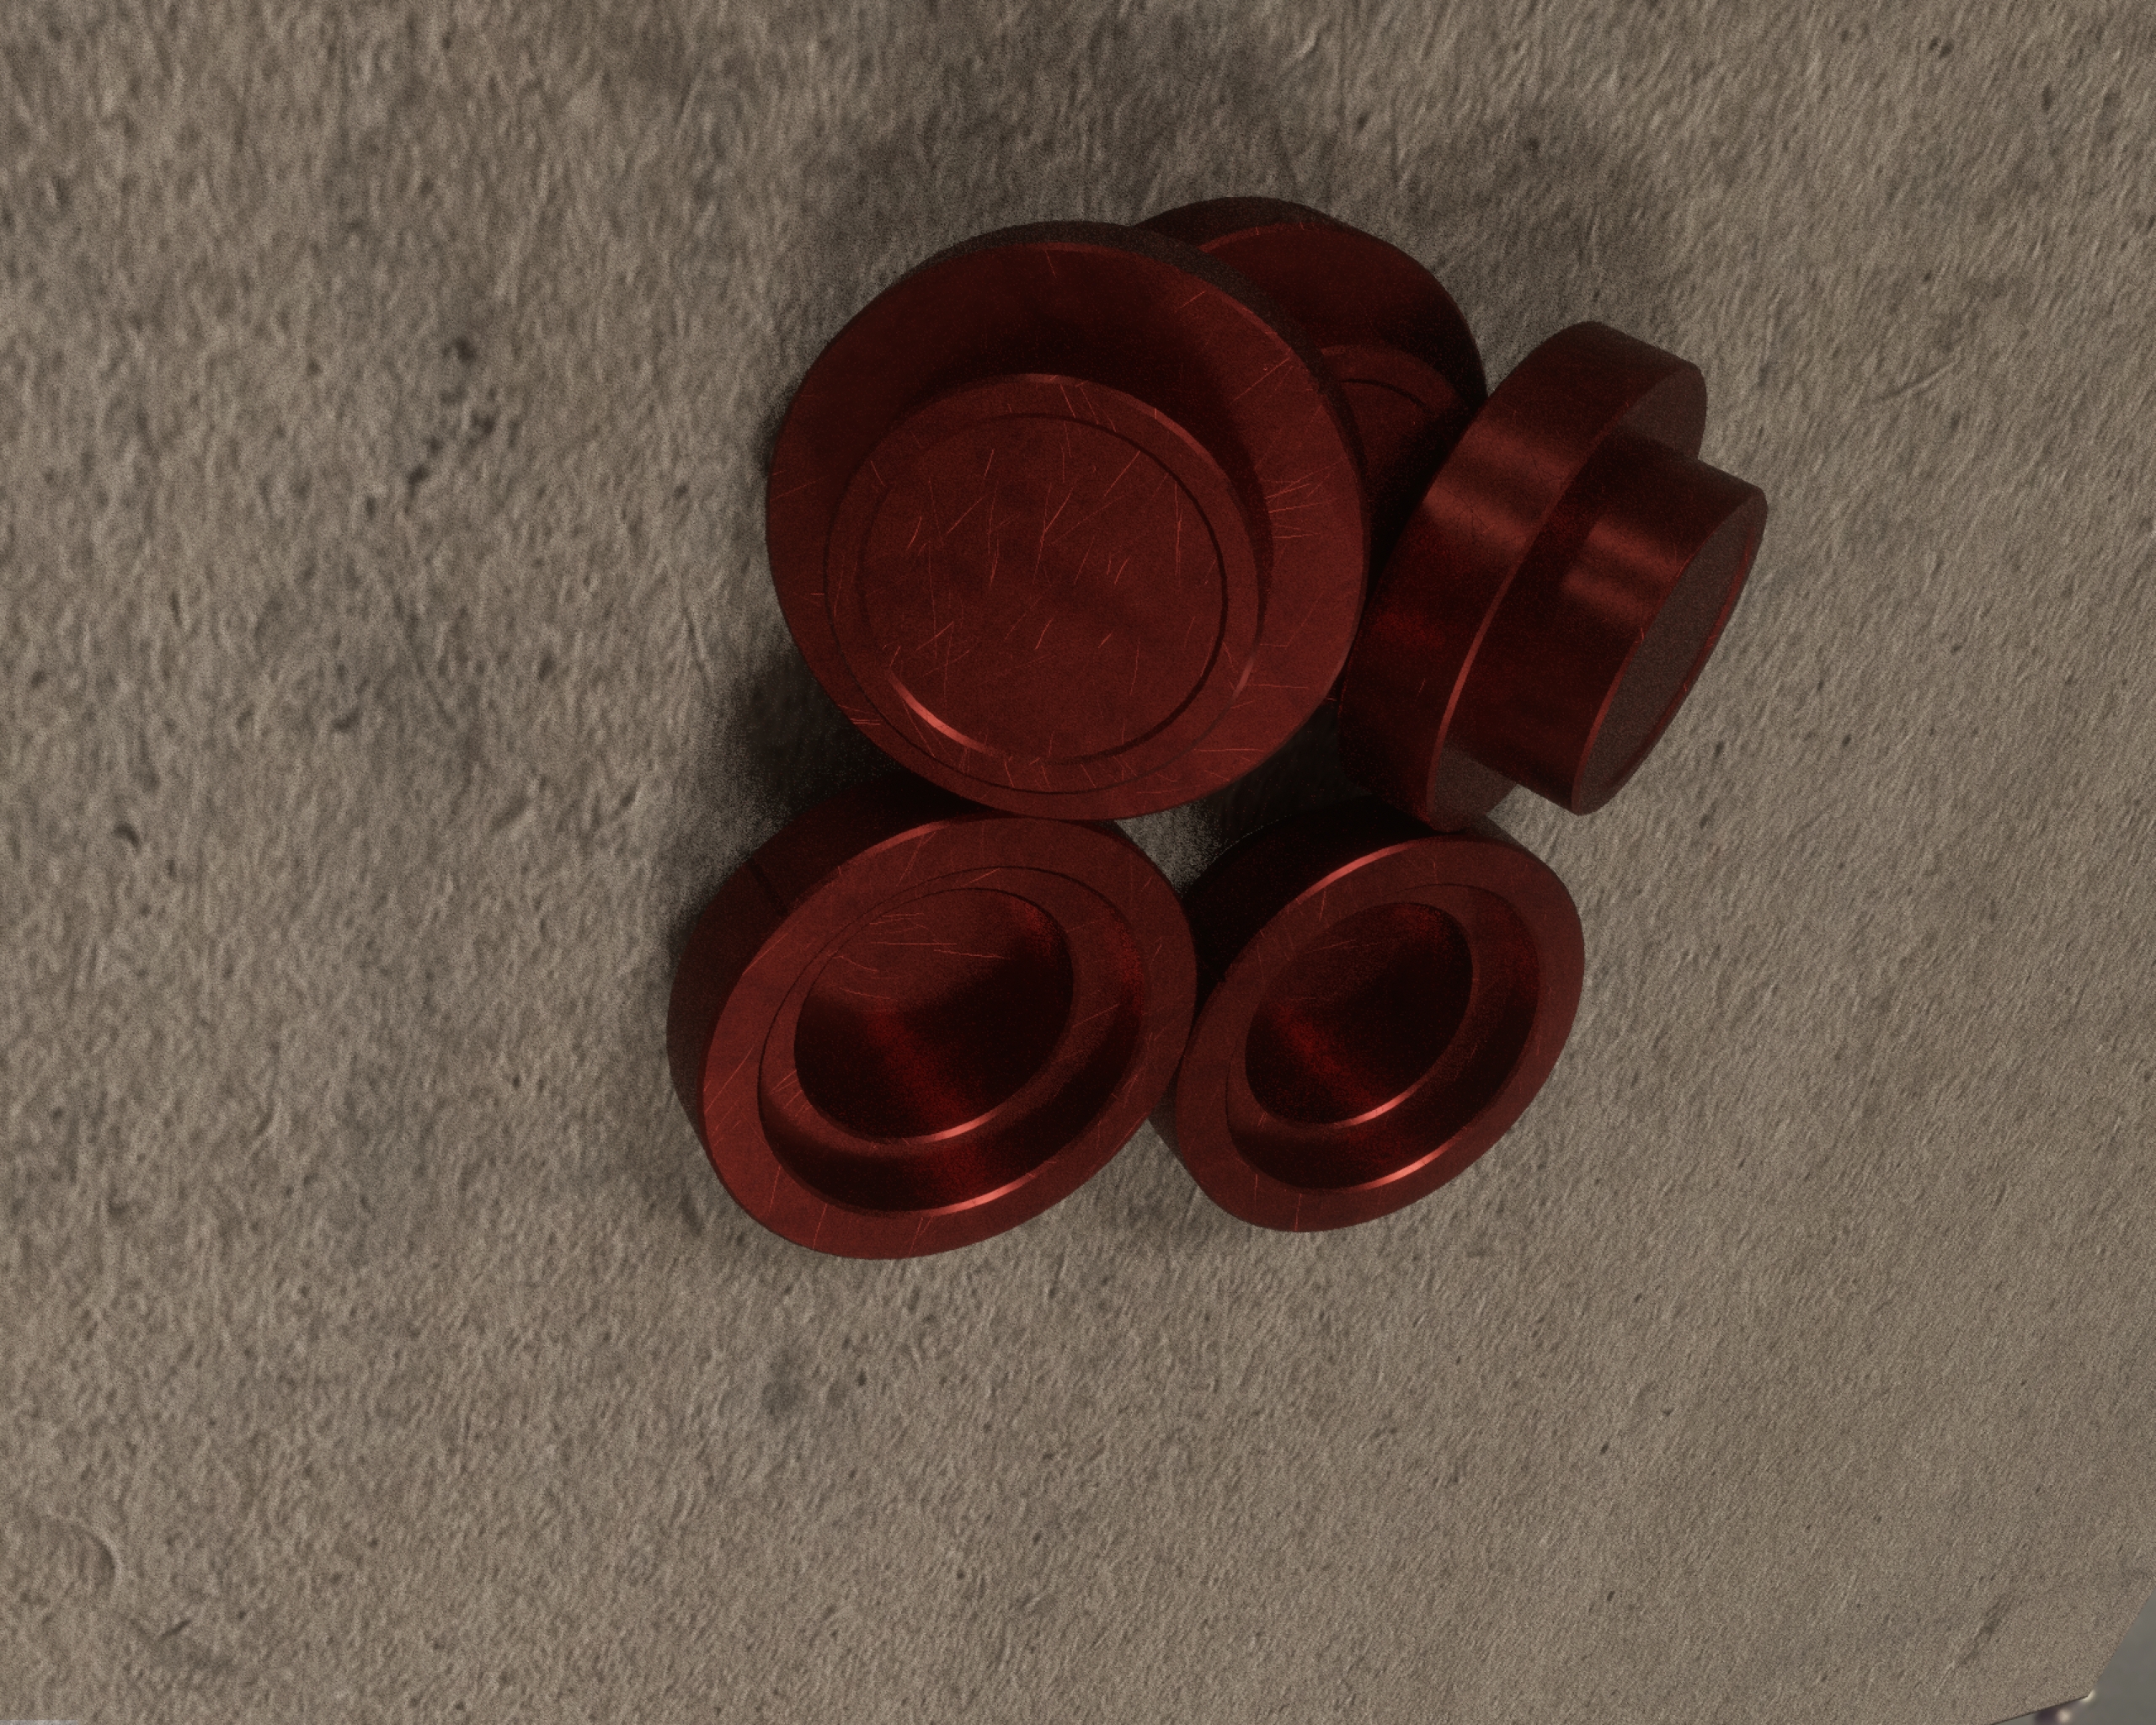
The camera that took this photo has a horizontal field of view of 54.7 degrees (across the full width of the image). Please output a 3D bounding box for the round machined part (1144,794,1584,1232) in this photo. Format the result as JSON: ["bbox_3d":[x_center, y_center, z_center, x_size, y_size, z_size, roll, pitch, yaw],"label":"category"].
[{"bbox_3d":[0.055,0.027,0.446,0.099,0.042,0.097,-14,125,-21],"label":"round machined part"}]

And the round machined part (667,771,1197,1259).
[{"bbox_3d":[-0.030,0.024,0.397,0.099,0.042,0.097,-14,125,-21],"label":"round machined part"}]

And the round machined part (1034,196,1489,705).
[{"bbox_3d":[0.034,-0.066,0.376,0.099,0.042,0.097,-14,125,-21],"label":"round machined part"}]

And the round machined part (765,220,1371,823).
[{"bbox_3d":[-0.003,-0.050,0.336,0.099,0.042,0.097,3,117,7],"label":"round machined part"}]

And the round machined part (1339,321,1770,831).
[{"bbox_3d":[0.094,-0.048,0.393,0.098,0.042,0.097,-46,155,-28],"label":"round machined part"}]
